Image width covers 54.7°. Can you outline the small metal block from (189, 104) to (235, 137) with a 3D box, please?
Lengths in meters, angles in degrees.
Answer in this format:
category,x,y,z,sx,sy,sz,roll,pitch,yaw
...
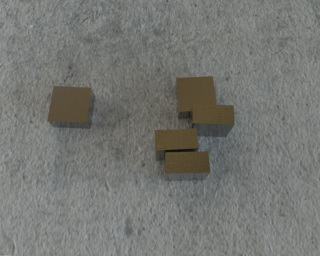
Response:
category,x,y,z,sx,sy,sz,roll,pitch,yaw
small metal block,0.065,-0.008,0.399,0.050,0.050,0.025,1,70,0

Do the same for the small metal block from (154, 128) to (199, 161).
category,x,y,z,sx,sy,sz,roll,pitch,yaw
small metal block,0.019,0.022,0.387,0.050,0.050,0.025,-3,70,-1

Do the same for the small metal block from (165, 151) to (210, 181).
category,x,y,z,sx,sy,sz,roll,pitch,yaw
small metal block,0.032,0.048,0.378,0.050,0.050,0.025,-1,70,-1

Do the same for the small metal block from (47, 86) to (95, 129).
category,x,y,z,sx,sy,sz,roll,pitch,yaw
small metal block,-0.118,-0.027,0.417,0.050,0.025,0.050,3,70,0

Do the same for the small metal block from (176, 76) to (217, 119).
category,x,y,z,sx,sy,sz,roll,pitch,yaw
small metal block,0.049,-0.042,0.424,0.050,0.025,0.050,-3,70,-2
